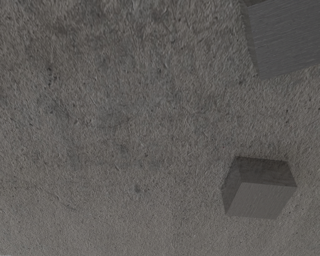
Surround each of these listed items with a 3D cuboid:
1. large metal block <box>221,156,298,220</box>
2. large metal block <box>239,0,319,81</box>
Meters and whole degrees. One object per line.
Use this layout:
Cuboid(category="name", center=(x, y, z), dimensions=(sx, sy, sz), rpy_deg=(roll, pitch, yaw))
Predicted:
Cuboid(category="large metal block", center=(0.146, 0.092, 0.471), dimensions=(0.081, 0.050, 0.079), rpy_deg=(6, 130, -6))
Cuboid(category="large metal block", center=(0.128, -0.103, 0.304), dimensions=(0.080, 0.050, 0.080), rpy_deg=(-16, 129, 13))
